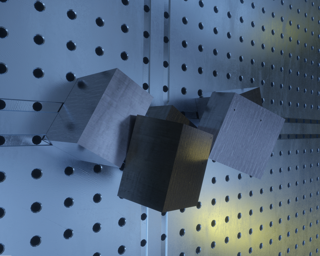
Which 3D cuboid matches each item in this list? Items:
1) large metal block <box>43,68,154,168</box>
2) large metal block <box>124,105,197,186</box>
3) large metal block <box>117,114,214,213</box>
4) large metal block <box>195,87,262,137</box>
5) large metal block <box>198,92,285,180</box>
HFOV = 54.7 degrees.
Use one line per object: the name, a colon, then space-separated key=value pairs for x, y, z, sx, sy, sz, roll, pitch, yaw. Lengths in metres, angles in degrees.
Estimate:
large metal block: x=-0.064 y=-0.010 z=0.320 sx=0.050 sy=0.080 sz=0.080 roll=37 pitch=67 yaw=-34
large metal block: x=0.008 y=0.027 z=0.401 sx=0.080 sy=0.050 sz=0.080 roll=39 pitch=66 yaw=-33
large metal block: x=0.009 y=0.036 z=0.317 sx=0.080 sy=0.050 sz=0.080 roll=17 pitch=86 yaw=-60
large metal block: x=0.107 y=-0.014 z=0.465 sx=0.050 sy=0.080 sz=0.079 roll=-21 pitch=104 yaw=-38
large metal block: x=0.094 y=0.008 z=0.384 sx=0.080 sy=0.050 sz=0.080 roll=23 pitch=88 yaw=-22
